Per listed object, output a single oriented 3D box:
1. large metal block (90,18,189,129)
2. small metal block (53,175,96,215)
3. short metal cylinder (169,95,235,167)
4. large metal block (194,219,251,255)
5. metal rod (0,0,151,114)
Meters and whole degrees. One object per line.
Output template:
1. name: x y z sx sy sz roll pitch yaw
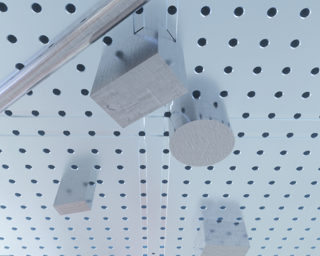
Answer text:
1. large metal block: -0.020 -0.058 0.326 0.080 0.080 0.050 -28 125 21
2. small metal block: -0.131 0.104 0.482 0.050 0.050 0.025 -12 129 9
3. short metal cylinder: 0.052 0.004 0.400 0.081 0.050 0.079 0 130 0
4. large metal block: 0.113 0.219 0.584 0.081 0.050 0.079 6 130 -6
5. metal rod: -0.094 -0.090 0.333 0.300 0.025 0.025 -29 125 22
